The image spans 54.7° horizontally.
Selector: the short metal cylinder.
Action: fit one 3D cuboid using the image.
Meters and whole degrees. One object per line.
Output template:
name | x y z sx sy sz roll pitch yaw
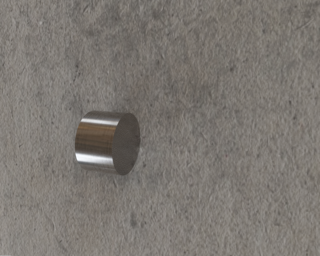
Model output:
short metal cylinder | -0.065 0.018 0.402 0.050 0.080 0.079 5 92 19
